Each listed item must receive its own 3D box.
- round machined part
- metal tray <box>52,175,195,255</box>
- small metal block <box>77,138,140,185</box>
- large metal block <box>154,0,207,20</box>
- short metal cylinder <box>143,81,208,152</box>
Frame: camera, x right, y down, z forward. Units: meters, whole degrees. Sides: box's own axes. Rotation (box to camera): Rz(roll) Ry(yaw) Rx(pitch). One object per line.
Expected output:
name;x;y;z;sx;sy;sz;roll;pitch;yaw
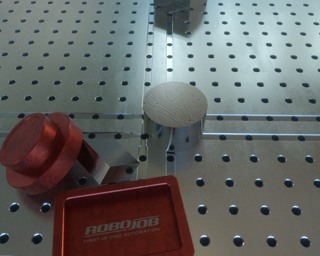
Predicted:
round machined part;-0.139;0.022;0.349;0.098;0.042;0.098;-20;47;24
metal tray;-0.039;0.102;0.317;0.131;0.030;0.090;-7;50;-7
small metal block;-0.061;0.037;0.359;0.050;0.025;0.050;40;20;28
large metal block;0.043;-0.268;0.616;0.080;0.050;0.080;25;54;19
short metal cylinder;0.019;-0.015;0.404;0.080;0.050;0.080;0;50;0
